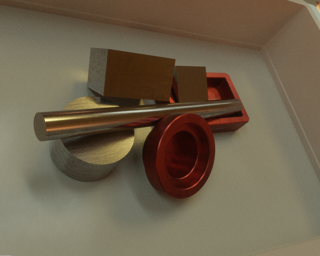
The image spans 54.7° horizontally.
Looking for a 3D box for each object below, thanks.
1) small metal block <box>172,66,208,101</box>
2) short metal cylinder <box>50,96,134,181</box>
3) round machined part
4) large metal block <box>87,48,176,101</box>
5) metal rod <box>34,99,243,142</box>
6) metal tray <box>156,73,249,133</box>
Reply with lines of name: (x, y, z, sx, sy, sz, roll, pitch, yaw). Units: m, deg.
small metal block: (0.039, -0.060, 0.435, 0.050, 0.025, 0.050, -5, 90, -31)
short metal cylinder: (-0.075, 0.012, 0.340, 0.081, 0.050, 0.080, 14, 56, -21)
round machined part: (0.018, 0.030, 0.365, 0.099, 0.042, 0.097, -6, 99, -42)
large metal block: (-0.038, -0.067, 0.380, 0.081, 0.080, 0.050, 2, 103, -26)
metal rod: (0.007, -0.017, 0.366, 0.302, 0.025, 0.025, -8, 66, -44)
metal tray: (0.061, -0.038, 0.457, 0.131, 0.030, 0.090, -5, 64, -31)
